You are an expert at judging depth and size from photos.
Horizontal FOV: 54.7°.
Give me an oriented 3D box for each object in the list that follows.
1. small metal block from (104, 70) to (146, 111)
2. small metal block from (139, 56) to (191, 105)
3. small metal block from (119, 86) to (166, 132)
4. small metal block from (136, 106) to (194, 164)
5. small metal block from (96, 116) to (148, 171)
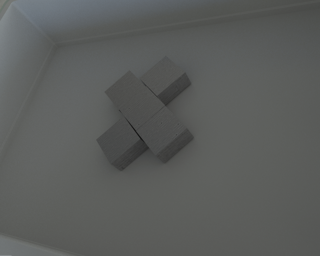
[{"bbox_3d":[-0.046,-0.050,0.458,0.050,0.025,0.050,-41,51,0],"label":"small metal block"},{"bbox_3d":[0.007,-0.067,0.441,0.050,0.025,0.050,-40,51,-1],"label":"small metal block"},{"bbox_3d":[-0.020,-0.022,0.426,0.050,0.025,0.050,-41,51,0],"label":"small metal block"},{"bbox_3d":[0.006,0.008,0.395,0.050,0.025,0.050,-41,51,0],"label":"small metal block"},{"bbox_3d":[-0.051,0.021,0.418,0.050,0.025,0.050,-41,51,1],"label":"small metal block"}]
